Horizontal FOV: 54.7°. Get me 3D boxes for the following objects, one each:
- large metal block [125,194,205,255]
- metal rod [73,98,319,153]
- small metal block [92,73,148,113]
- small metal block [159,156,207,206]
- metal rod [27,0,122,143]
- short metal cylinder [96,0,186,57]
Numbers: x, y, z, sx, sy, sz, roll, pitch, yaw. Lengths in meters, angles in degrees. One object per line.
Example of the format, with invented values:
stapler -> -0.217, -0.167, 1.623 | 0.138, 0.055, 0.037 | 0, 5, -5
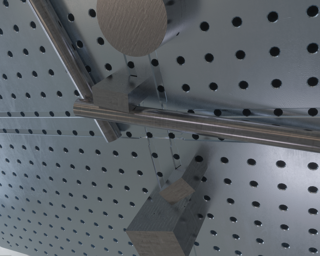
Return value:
large metal block -> 0.010, 0.142, 0.458 | 0.080, 0.080, 0.050 | -12, 112, 33
metal rod -> 0.033, -0.006, 0.373 | 0.301, 0.025, 0.025 | 9, 122, 17
small metal block -> -0.050, -0.046, 0.393 | 0.050, 0.050, 0.025 | 13, 124, 21
small metal block -> 0.032, 0.072, 0.423 | 0.025, 0.050, 0.050 | 45, 129, -3
metal rod -> -0.130, -0.113, 0.409 | 0.025, 0.025, 0.299 | -14, 112, 34
short metal cylinder -> -0.019, -0.122, 0.330 | 0.080, 0.050, 0.079 | 13, 124, 21
